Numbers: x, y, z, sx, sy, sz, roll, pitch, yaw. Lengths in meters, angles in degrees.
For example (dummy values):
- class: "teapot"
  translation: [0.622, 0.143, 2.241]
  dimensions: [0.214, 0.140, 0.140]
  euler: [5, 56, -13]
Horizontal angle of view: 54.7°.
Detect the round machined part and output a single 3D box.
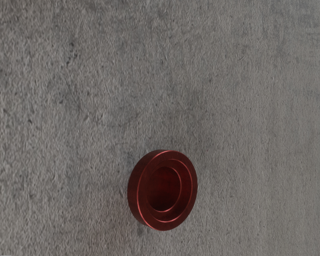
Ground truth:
- class: "round machined part"
  translation: [-0.001, 0.076, 0.393]
  dimensions: [0.099, 0.042, 0.097]
  euler: [0, 90, -40]
